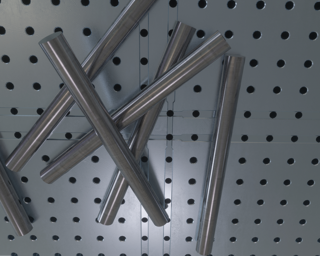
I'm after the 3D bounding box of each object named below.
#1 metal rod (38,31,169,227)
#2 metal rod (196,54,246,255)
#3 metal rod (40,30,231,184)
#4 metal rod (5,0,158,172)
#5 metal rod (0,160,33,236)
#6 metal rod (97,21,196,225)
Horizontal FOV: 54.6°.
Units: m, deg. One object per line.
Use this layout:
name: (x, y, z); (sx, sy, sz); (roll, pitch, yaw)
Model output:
metal rod: (-0.052, 0.025, 0.382); (0.025, 0.025, 0.299); (-21, 124, 7)
metal rod: (0.080, 0.051, 0.432); (0.025, 0.025, 0.298); (4, 110, -2)
metal rod: (-0.044, -0.014, 0.387); (0.299, 0.025, 0.025); (-36, 107, 20)
metal rod: (-0.105, -0.054, 0.392); (0.025, 0.025, 0.299); (39, 105, -13)
metal rod: (-0.243, 0.020, 0.418); (0.025, 0.025, 0.299); (-14, 110, 5)
metal rod: (-0.025, 0.007, 0.415); (0.025, 0.025, 0.298); (21, 109, -8)
